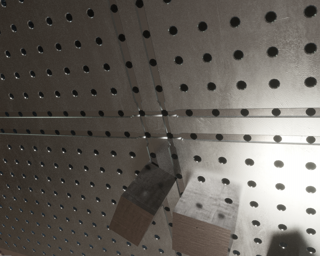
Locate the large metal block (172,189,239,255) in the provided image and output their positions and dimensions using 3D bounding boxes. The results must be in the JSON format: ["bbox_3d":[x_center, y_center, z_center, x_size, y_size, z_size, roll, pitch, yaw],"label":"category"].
[{"bbox_3d":[0.065,0.144,0.449,0.080,0.050,0.079,13,124,21],"label":"large metal block"}]

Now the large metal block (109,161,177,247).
[{"bbox_3d":[-0.025,0.110,0.455,0.050,0.080,0.079,30,128,9],"label":"large metal block"}]
